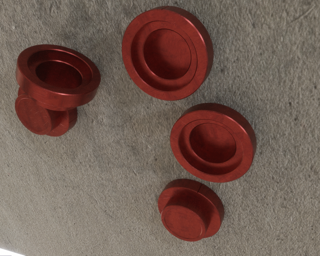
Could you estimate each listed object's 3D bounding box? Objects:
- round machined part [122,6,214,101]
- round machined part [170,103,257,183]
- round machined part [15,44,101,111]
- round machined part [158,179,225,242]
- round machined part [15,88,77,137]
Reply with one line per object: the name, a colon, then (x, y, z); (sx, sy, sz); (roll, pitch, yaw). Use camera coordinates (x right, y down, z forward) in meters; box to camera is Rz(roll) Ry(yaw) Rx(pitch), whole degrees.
round machined part: (0.011, -0.083, 0.339); (0.098, 0.042, 0.097); (13, 124, 21)
round machined part: (0.065, 0.014, 0.370); (0.098, 0.042, 0.097); (13, 124, 21)
round machined part: (-0.129, -0.059, 0.391); (0.098, 0.098, 0.042); (34, 129, 5)
round machined part: (0.041, 0.126, 0.452); (0.098, 0.042, 0.097); (13, 124, 21)
round machined part: (-0.180, -0.028, 0.473); (0.098, 0.042, 0.097); (13, 124, 21)
